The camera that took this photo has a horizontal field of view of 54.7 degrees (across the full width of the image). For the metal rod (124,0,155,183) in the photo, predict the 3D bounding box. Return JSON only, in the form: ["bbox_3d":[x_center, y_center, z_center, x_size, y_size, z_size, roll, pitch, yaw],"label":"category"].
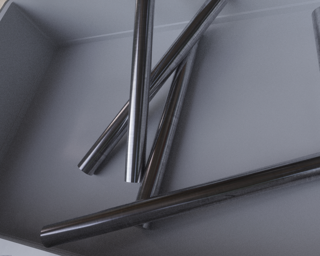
[{"bbox_3d":[-0.023,-0.083,0.391,0.025,0.025,0.298,2,87,29],"label":"metal rod"}]

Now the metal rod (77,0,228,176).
[{"bbox_3d":[-0.010,-0.060,0.423,0.300,0.025,0.025,-52,51,1],"label":"metal rod"}]

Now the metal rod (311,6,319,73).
[{"bbox_3d":[0.184,-0.012,0.316,0.025,0.025,0.300,-6,59,25],"label":"metal rod"}]

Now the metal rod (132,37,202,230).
[{"bbox_3d":[0.015,-0.020,0.409,0.025,0.025,0.300,2,63,29],"label":"metal rod"}]

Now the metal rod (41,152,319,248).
[{"bbox_3d":[0.017,0.078,0.323,0.301,0.025,0.025,-17,55,9],"label":"metal rod"}]
